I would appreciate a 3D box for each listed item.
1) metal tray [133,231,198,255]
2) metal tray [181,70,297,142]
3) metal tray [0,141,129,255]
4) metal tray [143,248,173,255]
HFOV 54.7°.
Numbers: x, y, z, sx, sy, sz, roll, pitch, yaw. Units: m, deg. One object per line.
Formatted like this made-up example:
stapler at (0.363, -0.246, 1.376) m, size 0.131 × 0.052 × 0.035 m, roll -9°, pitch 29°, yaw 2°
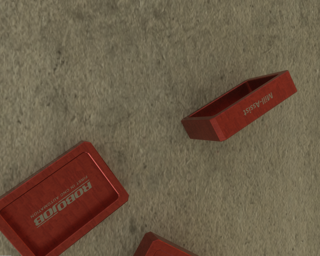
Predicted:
metal tray at (-0.006, 0.205, 0.372) m, size 0.090 × 0.030 × 0.130 m, roll 33°, pitch 79°, yaw -17°
metal tray at (0.103, -0.029, 0.413) m, size 0.131 × 0.090 × 0.030 m, roll -31°, pitch 101°, yaw -18°
metal tray at (-0.115, 0.086, 0.364) m, size 0.131 × 0.030 × 0.090 m, roll -37°, pitch 102°, yaw -17°
metal tray at (0.024, 0.228, 0.417) m, size 0.131 × 0.030 × 0.090 m, roll 26°, pitch 81°, yaw -19°
